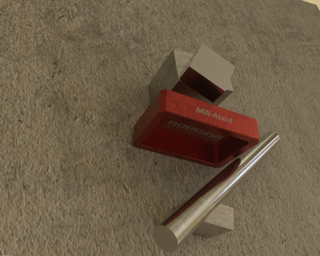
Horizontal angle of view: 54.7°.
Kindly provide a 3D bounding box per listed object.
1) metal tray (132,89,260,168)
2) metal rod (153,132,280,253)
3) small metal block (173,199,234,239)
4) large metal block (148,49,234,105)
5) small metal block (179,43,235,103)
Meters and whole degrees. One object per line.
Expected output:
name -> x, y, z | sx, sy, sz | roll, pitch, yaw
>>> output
metal tray -> 0.042, 0.007, 0.382 | 0.131, 0.090, 0.030 | 16, 55, -20
metal rod -> 0.091, 0.055, 0.375 | 0.302, 0.025, 0.025 | -23, 74, -51
small metal block -> 0.048, 0.103, 0.352 | 0.050, 0.050, 0.025 | 21, 54, -17
large metal block -> 0.039, -0.055, 0.425 | 0.081, 0.080, 0.050 | 7, 59, -25
small metal block -> 0.058, -0.067, 0.375 | 0.050, 0.025, 0.050 | 34, 51, -7
